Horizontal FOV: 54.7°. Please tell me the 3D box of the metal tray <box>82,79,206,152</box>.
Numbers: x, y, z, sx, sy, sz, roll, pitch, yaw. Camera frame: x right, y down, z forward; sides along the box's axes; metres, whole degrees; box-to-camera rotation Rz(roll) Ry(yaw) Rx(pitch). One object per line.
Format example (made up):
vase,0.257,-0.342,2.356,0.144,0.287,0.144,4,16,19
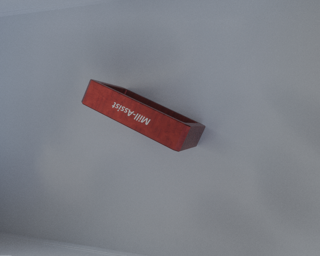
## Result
metal tray,-0.017,-0.016,0.377,0.130,0.090,0.030,26,99,17
